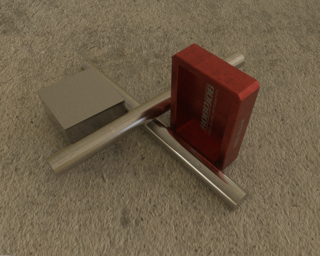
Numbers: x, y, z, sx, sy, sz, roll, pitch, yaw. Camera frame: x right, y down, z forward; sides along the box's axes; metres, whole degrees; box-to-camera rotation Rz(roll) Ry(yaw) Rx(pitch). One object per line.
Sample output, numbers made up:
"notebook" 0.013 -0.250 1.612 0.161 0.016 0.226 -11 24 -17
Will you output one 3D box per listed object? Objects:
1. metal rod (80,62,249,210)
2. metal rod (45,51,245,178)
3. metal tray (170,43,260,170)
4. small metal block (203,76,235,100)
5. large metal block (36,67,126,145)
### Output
"metal rod" -0.012 -0.005 0.409 0.025 0.025 0.300 -35 58 -26
"metal rod" -0.001 -0.029 0.396 0.302 0.025 0.025 -32 57 -25
"metal tray" 0.054 -0.019 0.352 0.030 0.129 0.090 -36 59 -25
"small metal block" 0.083 -0.054 0.451 0.050 0.025 0.050 -29 56 -22
"large metal block" -0.100 -0.025 0.407 0.081 0.050 0.080 -30 56 -23
